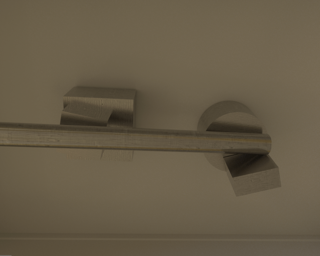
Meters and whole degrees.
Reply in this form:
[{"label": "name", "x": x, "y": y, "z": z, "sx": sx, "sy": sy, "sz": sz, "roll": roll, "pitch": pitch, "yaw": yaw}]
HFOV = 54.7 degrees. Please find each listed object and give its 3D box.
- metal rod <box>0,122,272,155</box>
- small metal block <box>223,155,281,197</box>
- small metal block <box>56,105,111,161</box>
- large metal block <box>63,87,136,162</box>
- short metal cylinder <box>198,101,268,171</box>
[{"label": "metal rod", "x": -0.024, "y": 0.012, "z": 0.339, "sx": 0.302, "sy": 0.025, "sz": 0.025, "roll": 3, "pitch": 110, "yaw": -10}, {"label": "small metal block", "x": 0.106, "y": 0.051, "z": 0.362, "sx": 0.050, "sy": 0.050, "sz": 0.025, "roll": -14, "pitch": 110, "yaw": 4}, {"label": "small metal block", "x": -0.088, "y": 0.005, "z": 0.357, "sx": 0.050, "sy": 0.025, "sz": 0.050, "roll": 12, "pitch": 109, "yaw": -5}, {"label": "large metal block", "x": -0.073, "y": -0.006, "z": 0.392, "sx": 0.081, "sy": 0.050, "sz": 0.079, "roll": 2, "pitch": 110, "yaw": -2}, {"label": "short metal cylinder", "x": 0.092, "y": 0.010, "z": 0.401, "sx": 0.081, "sy": 0.050, "sz": 0.079, "roll": 0, "pitch": 110, "yaw": -1}]
